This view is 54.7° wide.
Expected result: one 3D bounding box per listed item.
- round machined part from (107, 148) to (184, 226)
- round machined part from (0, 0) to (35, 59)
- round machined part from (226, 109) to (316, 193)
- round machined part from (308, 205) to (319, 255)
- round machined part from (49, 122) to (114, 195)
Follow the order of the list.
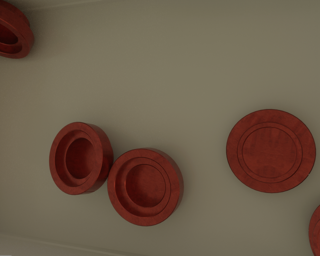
[{"bbox_3d":[-0.016,0.074,0.407,0.098,0.042,0.097,0,90,20],"label":"round machined part"},{"bbox_3d":[-0.237,-0.152,0.463,0.098,0.098,0.042,3,62,20],"label":"round machined part"},{"bbox_3d":[0.126,0.027,0.357,0.098,0.042,0.097,0,90,20],"label":"round machined part"},{"bbox_3d":[0.195,0.116,0.308,0.098,0.042,0.097,-8,80,53],"label":"round machined part"},{"bbox_3d":[-0.104,0.042,0.431,0.098,0.042,0.097,-4,81,30],"label":"round machined part"}]
